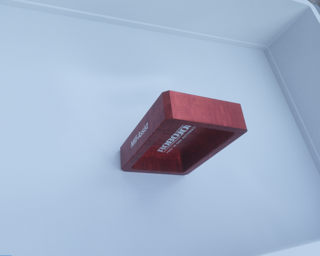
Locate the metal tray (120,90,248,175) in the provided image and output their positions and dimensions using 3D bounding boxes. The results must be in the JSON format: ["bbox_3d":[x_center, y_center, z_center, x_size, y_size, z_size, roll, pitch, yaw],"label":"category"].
[{"bbox_3d":[0.019,0.013,0.340,0.091,0.129,0.030,8,59,-24],"label":"metal tray"}]
